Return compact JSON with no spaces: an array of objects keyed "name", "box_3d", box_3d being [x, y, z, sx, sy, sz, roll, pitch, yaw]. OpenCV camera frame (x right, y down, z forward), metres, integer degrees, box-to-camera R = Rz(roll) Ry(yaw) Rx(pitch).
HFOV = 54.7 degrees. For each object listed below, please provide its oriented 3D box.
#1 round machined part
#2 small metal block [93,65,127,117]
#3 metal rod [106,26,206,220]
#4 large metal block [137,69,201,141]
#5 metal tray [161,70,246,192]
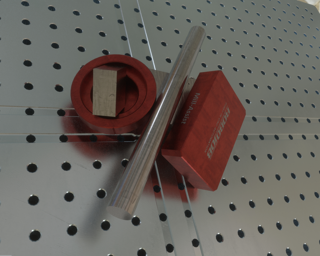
[{"name":"round machined part","box_3d":[-0.054,-0.037,0.375,0.099,0.042,0.098,1,67,-1]},{"name":"small metal block","box_3d":[-0.057,-0.044,0.354,0.025,0.050,0.050,6,17,4]},{"name":"metal rod","box_3d":[0.010,-0.032,0.370,0.025,0.025,0.300,30,52,-9]},{"name":"large metal block","box_3d":[0.015,-0.025,0.417,0.081,0.050,0.080,9,58,-24]},{"name":"metal tray","box_3d":[0.061,0.003,0.395,0.090,0.030,0.130,48,58,-37]}]
